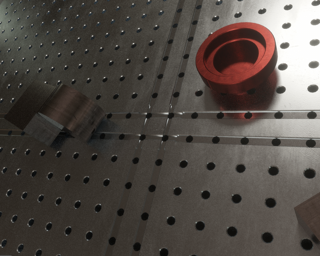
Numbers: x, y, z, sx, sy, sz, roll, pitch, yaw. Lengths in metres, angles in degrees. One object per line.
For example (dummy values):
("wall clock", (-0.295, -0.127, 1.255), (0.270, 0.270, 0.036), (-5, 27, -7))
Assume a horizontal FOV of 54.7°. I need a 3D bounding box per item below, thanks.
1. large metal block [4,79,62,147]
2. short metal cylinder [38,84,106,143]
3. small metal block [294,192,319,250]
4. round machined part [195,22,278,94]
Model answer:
("large metal block", (-0.191, -0.026, 0.500), (0.080, 0.050, 0.080), (20, 72, 43))
("short metal cylinder", (-0.126, -0.020, 0.450), (0.080, 0.080, 0.050), (21, 73, 35))
("small metal block", (0.143, 0.089, 0.263), (0.025, 0.050, 0.050), (-34, 52, 6))
("round machined part", (0.099, -0.084, 0.396), (0.098, 0.042, 0.098), (-13, 56, 20))
